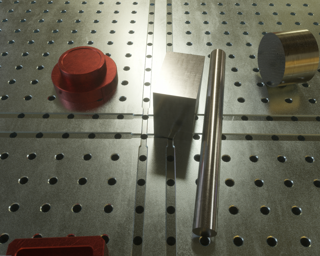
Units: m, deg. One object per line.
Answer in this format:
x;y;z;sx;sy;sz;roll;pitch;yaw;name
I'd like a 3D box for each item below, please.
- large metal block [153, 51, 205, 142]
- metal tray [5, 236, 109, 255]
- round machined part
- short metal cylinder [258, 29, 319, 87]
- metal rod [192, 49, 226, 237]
0.025;-0.041;0.407;0.050;0.080;0.080;10;51;8;large metal block
-0.096;0.163;0.266;0.091;0.030;0.130;-1;50;-2;metal tray
-0.115;-0.087;0.469;0.099;0.042;0.098;0;50;0;round machined part
0.187;-0.104;0.460;0.050;0.080;0.080;-9;51;-8;short metal cylinder
0.070;-0.006;0.412;0.025;0.025;0.300;7;50;6;metal rod
